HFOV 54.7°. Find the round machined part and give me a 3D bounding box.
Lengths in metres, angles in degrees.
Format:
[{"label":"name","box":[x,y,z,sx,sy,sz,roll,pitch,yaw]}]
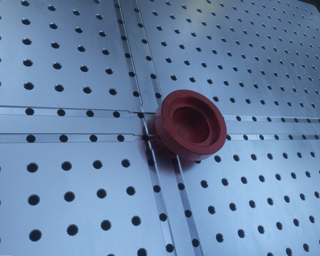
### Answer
[{"label":"round machined part","box":[0.037,0.000,0.419,0.099,0.042,0.098,14,56,-21]}]
